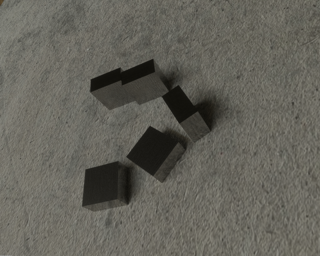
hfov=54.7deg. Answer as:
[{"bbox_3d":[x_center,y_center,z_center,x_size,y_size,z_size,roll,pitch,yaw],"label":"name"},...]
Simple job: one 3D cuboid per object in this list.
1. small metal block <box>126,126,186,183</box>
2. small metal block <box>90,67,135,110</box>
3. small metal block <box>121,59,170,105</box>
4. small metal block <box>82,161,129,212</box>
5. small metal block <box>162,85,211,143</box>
[{"bbox_3d":[-0.005,0.032,0.387,0.050,0.025,0.050,29,78,37],"label":"small metal block"},{"bbox_3d":[-0.067,-0.057,0.458,0.050,0.050,0.025,-18,55,17],"label":"small metal block"},{"bbox_3d":[-0.020,-0.064,0.437,0.050,0.050,0.025,-20,54,17],"label":"small metal block"},{"bbox_3d":[-0.069,0.075,0.394,0.050,0.025,0.050,-16,55,19],"label":"small metal block"},{"bbox_3d":[0.033,-0.017,0.381,0.025,0.050,0.050,-35,51,6],"label":"small metal block"}]
